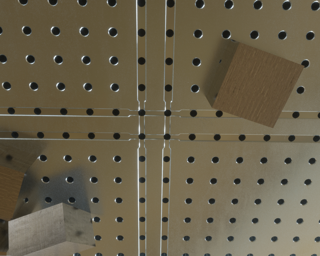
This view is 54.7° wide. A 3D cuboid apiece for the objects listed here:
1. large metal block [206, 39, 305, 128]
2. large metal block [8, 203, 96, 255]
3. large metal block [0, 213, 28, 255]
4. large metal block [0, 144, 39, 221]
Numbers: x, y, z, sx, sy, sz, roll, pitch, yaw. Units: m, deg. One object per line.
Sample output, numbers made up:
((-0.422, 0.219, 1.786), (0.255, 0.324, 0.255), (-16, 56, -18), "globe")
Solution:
((0.112, -0.056, 0.381), (0.080, 0.050, 0.079), (18, 109, -7), "large metal block")
((-0.148, 0.149, 0.431), (0.080, 0.050, 0.080), (-20, 151, 7), "large metal block")
((-0.229, 0.179, 0.447), (0.050, 0.080, 0.079), (9, 110, -4), "large metal block")
((-0.224, 0.070, 0.423), (0.080, 0.050, 0.079), (20, 109, -8), "large metal block")
